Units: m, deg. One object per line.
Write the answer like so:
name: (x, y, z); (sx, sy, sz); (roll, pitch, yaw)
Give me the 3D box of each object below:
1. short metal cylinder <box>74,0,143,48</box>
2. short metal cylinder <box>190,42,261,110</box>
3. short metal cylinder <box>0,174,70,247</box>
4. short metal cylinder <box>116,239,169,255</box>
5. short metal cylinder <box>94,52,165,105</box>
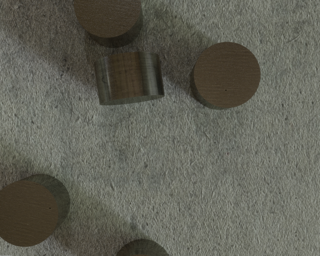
short metal cylinder: (-0.063, -0.149, 0.397); (0.081, 0.050, 0.080); (0, 90, 0)
short metal cylinder: (0.081, -0.064, 0.398); (0.081, 0.050, 0.080); (0, 90, 0)
short metal cylinder: (-0.162, 0.103, 0.396); (0.081, 0.050, 0.080); (0, 90, 0)
short metal cylinder: (-0.024, 0.192, 0.397); (0.081, 0.050, 0.080); (0, 90, 0)
short metal cylinder: (-0.037, -0.059, 0.382); (0.080, 0.080, 0.050); (-8, 90, 0)
